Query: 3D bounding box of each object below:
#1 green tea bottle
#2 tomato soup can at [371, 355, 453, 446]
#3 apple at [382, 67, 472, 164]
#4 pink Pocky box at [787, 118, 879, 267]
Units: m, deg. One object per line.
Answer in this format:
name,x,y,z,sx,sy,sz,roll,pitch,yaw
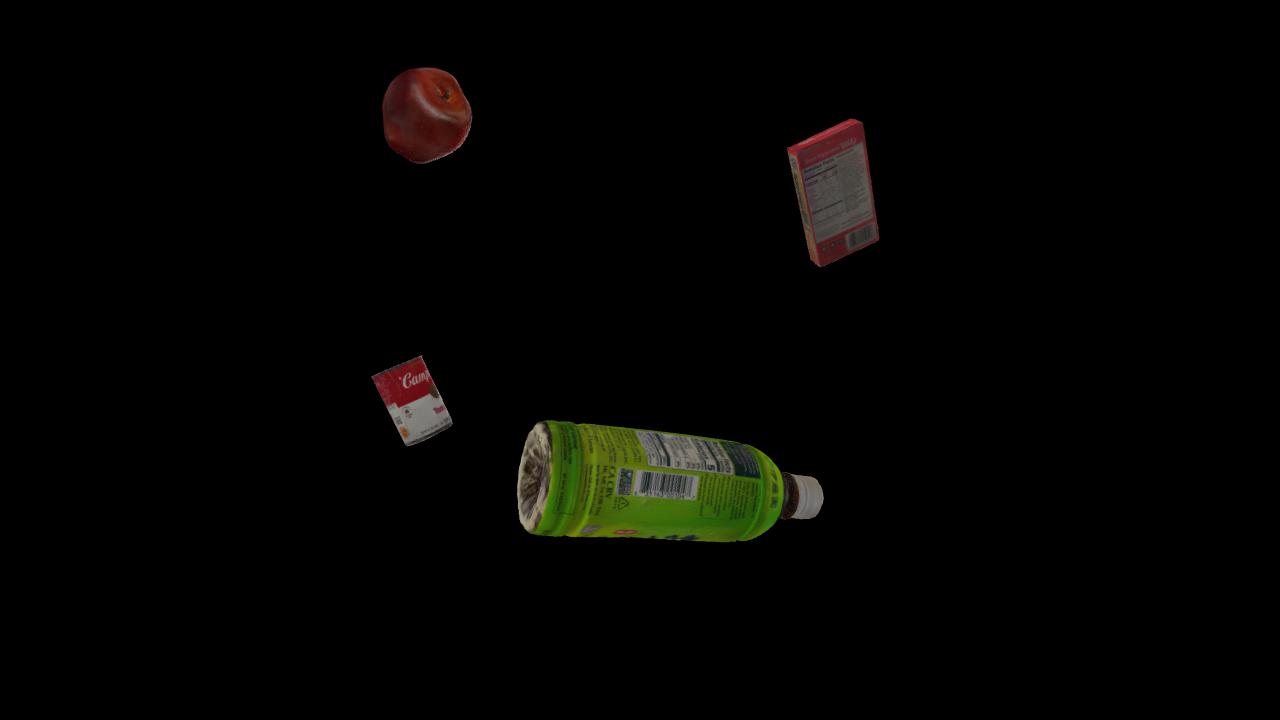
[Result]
green tea bottle,0.030,0.085,0.408,0.212,0.073,0.073,10,-4,-21
tomato soup can,-0.295,0.053,0.801,0.068,0.101,0.068,-22,7,3
apple,-0.202,-0.227,0.578,0.079,0.079,0.093,0,-14,-44
pink Pocky box,0.232,-0.196,0.732,0.084,0.155,0.029,-25,34,-2
